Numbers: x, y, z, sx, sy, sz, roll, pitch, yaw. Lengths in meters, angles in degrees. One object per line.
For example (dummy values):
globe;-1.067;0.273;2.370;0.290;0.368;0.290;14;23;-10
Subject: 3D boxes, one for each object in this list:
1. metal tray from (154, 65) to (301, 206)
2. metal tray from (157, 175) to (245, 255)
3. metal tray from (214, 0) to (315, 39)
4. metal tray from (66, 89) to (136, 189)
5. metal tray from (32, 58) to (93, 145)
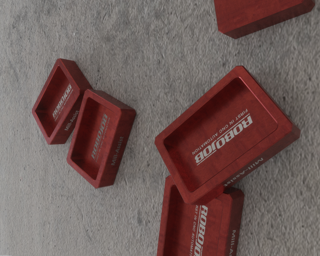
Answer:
metal tray;0.063;0.010;0.326;0.130;0.030;0.090;-42;56;21
metal tray;0.044;0.127;0.365;0.090;0.030;0.129;11;97;39
metal tray;0.098;-0.170;0.320;0.090;0.030;0.129;-12;82;39
metal tray;-0.094;0.015;0.479;0.090;0.030;0.129;31;109;35
metal tray;-0.174;-0.044;0.545;0.129;0.030;0.090;-52;60;27
